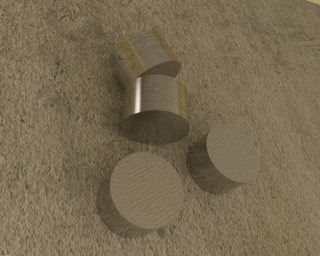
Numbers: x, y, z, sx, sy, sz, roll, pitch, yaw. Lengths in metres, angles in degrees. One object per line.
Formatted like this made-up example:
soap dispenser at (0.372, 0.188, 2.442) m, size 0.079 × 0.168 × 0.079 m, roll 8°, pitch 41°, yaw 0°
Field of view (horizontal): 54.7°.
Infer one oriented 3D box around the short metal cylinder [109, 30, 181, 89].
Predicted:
short metal cylinder at (-0.020, -0.082, 0.408) m, size 0.081 × 0.080 × 0.050 m, roll -20°, pitch 73°, yaw -36°

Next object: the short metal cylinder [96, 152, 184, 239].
short metal cylinder at (-0.022, 0.072, 0.332) m, size 0.081 × 0.050 × 0.080 m, roll 14°, pitch 56°, yaw -21°

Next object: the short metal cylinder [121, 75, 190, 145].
short metal cylinder at (-0.005, -0.020, 0.378) m, size 0.081 × 0.080 × 0.050 m, roll 13°, pitch 56°, yaw -21°

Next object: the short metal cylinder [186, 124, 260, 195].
short metal cylinder at (0.082, 0.041, 0.406) m, size 0.081 × 0.050 × 0.080 m, roll 14°, pitch 56°, yaw -21°
